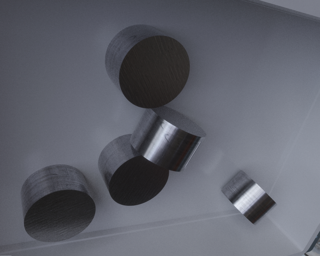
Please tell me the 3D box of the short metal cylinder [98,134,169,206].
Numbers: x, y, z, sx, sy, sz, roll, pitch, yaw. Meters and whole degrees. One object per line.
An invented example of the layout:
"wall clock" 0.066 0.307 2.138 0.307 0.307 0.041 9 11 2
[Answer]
"short metal cylinder" -0.035 0.054 0.407 0.081 0.050 0.079 -14 124 -21

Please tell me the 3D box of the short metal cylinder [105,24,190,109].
"short metal cylinder" -0.015 -0.068 0.342 0.081 0.050 0.079 -14 124 -21

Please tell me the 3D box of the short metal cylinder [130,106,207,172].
"short metal cylinder" 0.010 0.010 0.385 0.080 0.080 0.050 19 108 -35

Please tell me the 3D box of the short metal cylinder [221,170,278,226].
"short metal cylinder" 0.151 0.118 0.529 0.050 0.080 0.080 -45 129 3

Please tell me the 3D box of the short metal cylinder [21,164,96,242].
"short metal cylinder" -0.125 0.092 0.381 0.081 0.050 0.079 -14 124 -21
